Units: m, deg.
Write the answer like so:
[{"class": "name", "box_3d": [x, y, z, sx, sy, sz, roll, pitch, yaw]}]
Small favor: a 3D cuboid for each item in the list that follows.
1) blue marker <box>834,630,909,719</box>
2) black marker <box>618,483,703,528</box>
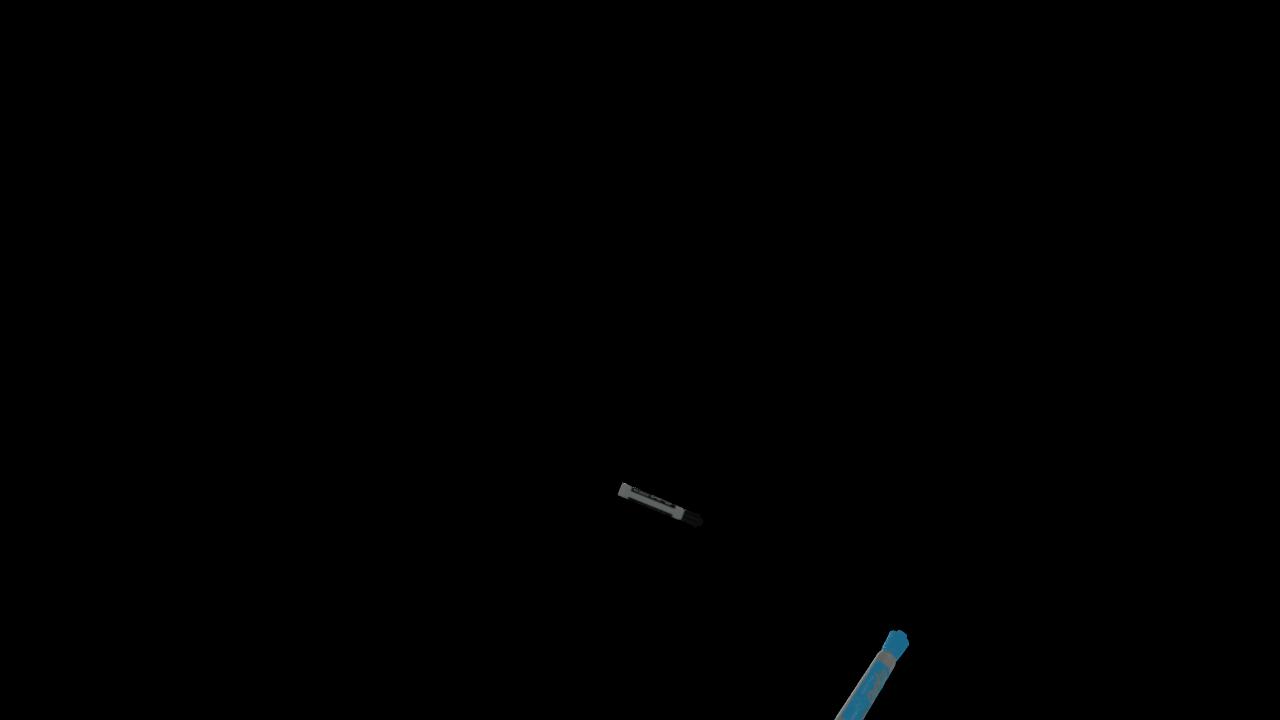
[{"class": "blue marker", "box_3d": [0.206, 0.288, 0.547, 0.121, 0.020, 0.020, -37, 21, -31]}, {"class": "black marker", "box_3d": [0.028, 0.199, 0.838, 0.121, 0.020, 0.020, 22, 2, 5]}]
